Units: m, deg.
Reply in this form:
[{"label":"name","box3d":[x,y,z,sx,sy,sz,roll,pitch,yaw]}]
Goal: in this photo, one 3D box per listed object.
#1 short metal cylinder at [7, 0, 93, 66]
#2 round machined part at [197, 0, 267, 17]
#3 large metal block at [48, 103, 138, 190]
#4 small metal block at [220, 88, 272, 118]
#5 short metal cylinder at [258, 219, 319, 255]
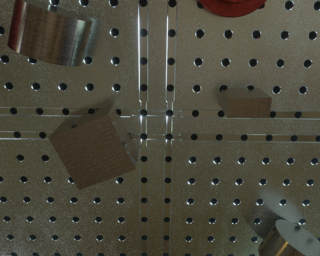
[{"label":"short metal cylinder","box3d":[-0.121,-0.106,0.344,0.080,0.080,0.050,18,109,-7]},{"label":"round machined part","box3d":[0.083,-0.173,0.341,0.099,0.042,0.097,0,110,0]},{"label":"large metal block","box3d":[-0.083,0.024,0.408,0.080,0.050,0.080,-21,109,7]},{"label":"small metal block","box3d":[0.106,-0.032,0.389,0.050,0.050,0.025,0,110,0]},{"label":"short metal cylinder","box3d":[0.193,0.181,0.452,0.080,0.080,0.050,23,109,-8]}]
